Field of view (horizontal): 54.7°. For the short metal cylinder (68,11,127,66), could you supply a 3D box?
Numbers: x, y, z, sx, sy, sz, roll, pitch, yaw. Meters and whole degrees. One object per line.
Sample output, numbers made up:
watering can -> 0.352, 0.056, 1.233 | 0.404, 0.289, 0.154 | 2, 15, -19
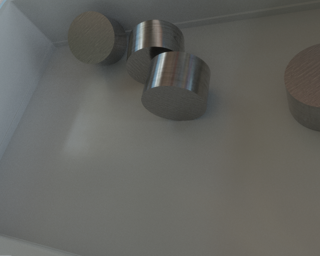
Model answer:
short metal cylinder -> -0.100, -0.143, 0.503 | 0.080, 0.050, 0.079 | 2, 99, 16

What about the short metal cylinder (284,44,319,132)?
short metal cylinder -> 0.175, -0.042, 0.324 | 0.080, 0.050, 0.080 | -13, 56, 20

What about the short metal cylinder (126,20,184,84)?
short metal cylinder -> -0.005, -0.103, 0.435 | 0.080, 0.080, 0.050 | -12, 57, 21

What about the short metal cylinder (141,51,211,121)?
short metal cylinder -> 0.021, -0.050, 0.389 | 0.080, 0.080, 0.050 | -3, 61, 26
